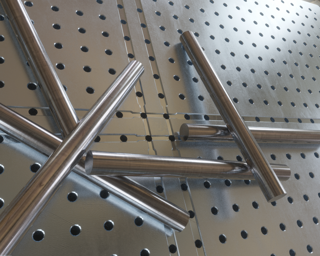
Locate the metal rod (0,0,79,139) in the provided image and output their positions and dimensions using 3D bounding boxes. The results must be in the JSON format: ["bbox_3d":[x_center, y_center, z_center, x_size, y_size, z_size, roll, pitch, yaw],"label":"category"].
[{"bbox_3d":[-0.167,-0.117,0.389,0.025,0.025,0.299,-19,72,-35],"label":"metal rod"}]

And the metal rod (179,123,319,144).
[{"bbox_3d":[0.167,0.011,0.490,0.302,0.025,0.025,2,61,-27],"label":"metal rod"}]

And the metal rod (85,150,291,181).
[{"bbox_3d":[0.057,0.051,0.389,0.302,0.025,0.025,7,59,-31],"label":"metal rod"}]

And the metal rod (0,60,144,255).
[{"bbox_3d":[-0.080,0.006,0.331,0.025,0.025,0.301,34,42,-6],"label":"metal rod"}]

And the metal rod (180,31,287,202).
[{"bbox_3d":[0.094,-0.035,0.452,0.025,0.025,0.299,-3,55,-30],"label":"metal rod"}]

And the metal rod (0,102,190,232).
[{"bbox_3d":[-0.100,0.030,0.336,0.301,0.025,0.025,32,52,-8],"label":"metal rod"}]
